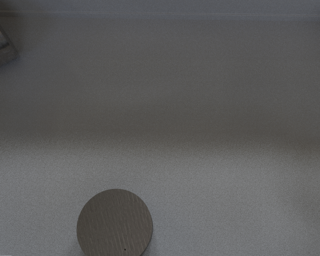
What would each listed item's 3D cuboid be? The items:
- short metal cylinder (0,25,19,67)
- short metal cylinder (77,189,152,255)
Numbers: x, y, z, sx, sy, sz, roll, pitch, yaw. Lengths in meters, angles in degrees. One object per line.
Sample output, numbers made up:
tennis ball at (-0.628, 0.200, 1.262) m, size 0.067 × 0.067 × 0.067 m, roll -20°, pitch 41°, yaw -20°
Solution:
short metal cylinder at (-0.239, -0.121, 0.423) m, size 0.050 × 0.080 × 0.080 m, roll -32°, pitch 73°, yaw -11°
short metal cylinder at (-0.049, 0.113, 0.354) m, size 0.081 × 0.050 × 0.080 m, roll 0°, pitch 70°, yaw 0°
